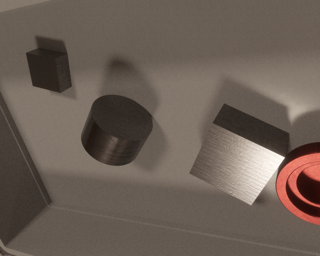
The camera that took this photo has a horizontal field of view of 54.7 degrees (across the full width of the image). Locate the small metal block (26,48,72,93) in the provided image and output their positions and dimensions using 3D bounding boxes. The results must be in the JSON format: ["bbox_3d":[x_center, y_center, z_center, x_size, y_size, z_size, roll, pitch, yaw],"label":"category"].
[{"bbox_3d":[-0.156,-0.082,0.438,0.050,0.025,0.050,15,125,19],"label":"small metal block"}]

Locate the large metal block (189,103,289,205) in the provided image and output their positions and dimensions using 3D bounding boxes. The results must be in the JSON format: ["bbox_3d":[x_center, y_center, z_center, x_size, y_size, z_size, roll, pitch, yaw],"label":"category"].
[{"bbox_3d":[0.091,0.030,0.363,0.080,0.050,0.079,27,128,11],"label":"large metal block"}]

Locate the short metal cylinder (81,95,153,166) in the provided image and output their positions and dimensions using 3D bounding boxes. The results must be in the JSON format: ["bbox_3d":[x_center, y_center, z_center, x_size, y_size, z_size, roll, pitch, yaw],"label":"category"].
[{"bbox_3d":[-0.056,0.002,0.402,0.080,0.080,0.050,35,129,5],"label":"short metal cylinder"}]

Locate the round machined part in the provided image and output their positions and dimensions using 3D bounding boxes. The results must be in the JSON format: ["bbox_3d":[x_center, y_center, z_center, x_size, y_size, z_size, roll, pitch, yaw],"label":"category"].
[{"bbox_3d":[0.180,0.056,0.337,0.098,0.042,0.097,13,124,20],"label":"round machined part"}]
